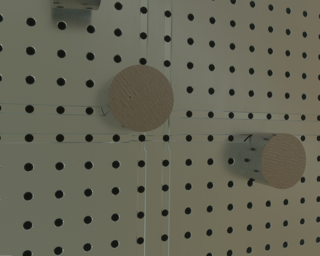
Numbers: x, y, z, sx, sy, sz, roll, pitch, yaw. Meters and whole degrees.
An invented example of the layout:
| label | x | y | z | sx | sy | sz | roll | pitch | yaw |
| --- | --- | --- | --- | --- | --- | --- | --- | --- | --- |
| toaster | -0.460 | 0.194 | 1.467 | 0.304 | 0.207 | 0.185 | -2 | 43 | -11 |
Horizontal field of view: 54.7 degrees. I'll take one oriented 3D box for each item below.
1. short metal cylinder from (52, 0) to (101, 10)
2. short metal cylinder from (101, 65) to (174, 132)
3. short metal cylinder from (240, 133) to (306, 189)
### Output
| label | x | y | z | sx | sy | sz | roll | pitch | yaw |
| --- | --- | --- | --- | --- | --- | --- | --- | --- | --- |
| short metal cylinder | -0.097 | -0.176 | 0.348 | 0.050 | 0.080 | 0.079 | -5 | 92 | -20 |
| short metal cylinder | -0.030 | -0.035 | 0.389 | 0.081 | 0.050 | 0.079 | 0 | 90 | -21 |
| short metal cylinder | 0.168 | 0.047 | 0.463 | 0.081 | 0.050 | 0.079 | 0 | 90 | -21 |
